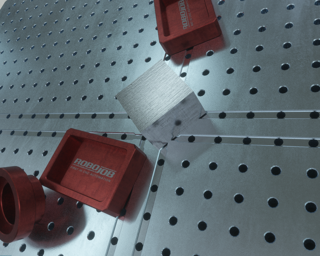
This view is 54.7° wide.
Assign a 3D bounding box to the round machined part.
[{"bbox_3d":[-0.191,0.100,0.419,0.098,0.042,0.097,2,93,40],"label":"round machined part"}]

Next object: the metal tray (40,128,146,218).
[{"bbox_3d":[-0.093,0.055,0.419,0.130,0.030,0.090,12,68,33],"label":"metal tray"}]

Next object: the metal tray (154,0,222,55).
[{"bbox_3d":[0.040,-0.186,0.497,0.090,0.030,0.130,-18,54,17],"label":"metal tray"}]

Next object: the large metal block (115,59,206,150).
[{"bbox_3d":[0.000,-0.032,0.412,0.080,0.050,0.080,-38,51,2],"label":"large metal block"}]
